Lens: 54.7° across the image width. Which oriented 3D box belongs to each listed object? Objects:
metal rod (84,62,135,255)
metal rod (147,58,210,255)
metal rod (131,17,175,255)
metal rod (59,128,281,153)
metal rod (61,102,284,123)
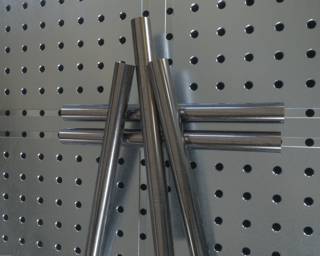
[{"bbox_3d":[-0.072,0.063,0.417,0.025,0.025,0.298,15,102,19],"label":"metal rod"},{"bbox_3d":[0.029,0.065,0.382,0.025,0.025,0.298,-11,93,19],"label":"metal rod"},{"bbox_3d":[-0.009,0.012,0.389,0.025,0.025,0.298,-7,88,19],"label":"metal rod"},{"bbox_3d":[-0.001,0.014,0.412,0.301,0.025,0.025,1,90,19],"label":"metal rod"},{"bbox_3d":[0.003,-0.020,0.411,0.301,0.025,0.025,1,90,19],"label":"metal rod"}]
